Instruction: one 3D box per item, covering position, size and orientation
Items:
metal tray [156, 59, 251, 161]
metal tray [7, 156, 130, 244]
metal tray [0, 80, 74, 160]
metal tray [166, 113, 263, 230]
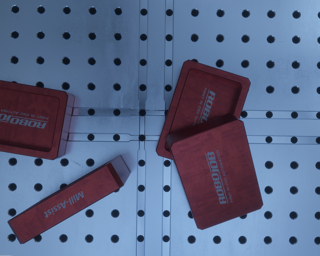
[{"bbox_3d":[0.056,-0.014,0.411,0.090,0.030,0.129,18,90,-1],"label":"metal tray"},{"bbox_3d":[-0.103,0.082,0.379,0.130,0.090,0.030,-30,90,0],"label":"metal tray"},{"bbox_3d":[-0.188,-0.013,0.408,0.131,0.030,0.089,10,90,-1],"label":"metal tray"},{"bbox_3d":[0.070,0.056,0.390,0.090,0.030,0.129,-20,110,-2],"label":"metal tray"}]
